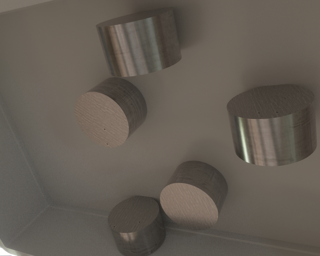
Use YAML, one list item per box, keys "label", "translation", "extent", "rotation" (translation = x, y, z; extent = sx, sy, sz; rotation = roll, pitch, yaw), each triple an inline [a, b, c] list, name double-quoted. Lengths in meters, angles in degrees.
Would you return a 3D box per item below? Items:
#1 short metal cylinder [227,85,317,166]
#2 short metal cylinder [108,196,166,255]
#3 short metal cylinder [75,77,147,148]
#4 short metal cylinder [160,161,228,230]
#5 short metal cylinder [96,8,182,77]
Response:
- label: "short metal cylinder"
  translation: [0.112, -0.005, 0.311]
  extent: [0.080, 0.080, 0.050]
  rotation: [-2, 118, 29]
- label: "short metal cylinder"
  translation: [-0.035, 0.152, 0.484]
  extent: [0.080, 0.080, 0.050]
  rotation: [1, 119, 27]
- label: "short metal cylinder"
  translation: [-0.064, -0.021, 0.412]
  extent: [0.080, 0.050, 0.079]
  rotation: [13, 124, 20]
- label: "short metal cylinder"
  translation: [0.047, 0.092, 0.424]
  extent: [0.080, 0.050, 0.079]
  rotation: [13, 124, 20]
- label: "short metal cylinder"
  translation: [-0.021, -0.092, 0.326]
  extent: [0.080, 0.080, 0.050]
  rotation: [1, 119, 27]
